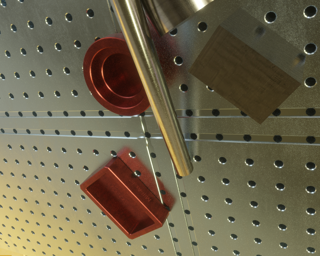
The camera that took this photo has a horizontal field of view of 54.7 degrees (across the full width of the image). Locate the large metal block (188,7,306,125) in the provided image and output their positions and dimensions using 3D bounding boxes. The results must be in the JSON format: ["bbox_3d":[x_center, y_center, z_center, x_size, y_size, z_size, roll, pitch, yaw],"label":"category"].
[{"bbox_3d":[0.085,-0.062,0.292,0.080,0.080,0.050,37,129,3],"label":"large metal block"}]

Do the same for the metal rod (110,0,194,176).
[{"bbox_3d":[-0.006,-0.046,0.328,0.025,0.025,0.299,5,138,25],"label":"metal rod"}]

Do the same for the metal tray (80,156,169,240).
[{"bbox_3d":[-0.059,0.118,0.510,0.130,0.030,0.090,48,128,-6],"label":"metal tray"}]

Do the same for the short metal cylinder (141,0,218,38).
[{"bbox_3d":[0.019,-0.127,0.286,0.080,0.080,0.050,-25,105,36],"label":"short metal cylinder"}]

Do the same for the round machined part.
[{"bbox_3d":[-0.041,-0.067,0.379,0.098,0.042,0.097,13,124,20],"label":"round machined part"}]
